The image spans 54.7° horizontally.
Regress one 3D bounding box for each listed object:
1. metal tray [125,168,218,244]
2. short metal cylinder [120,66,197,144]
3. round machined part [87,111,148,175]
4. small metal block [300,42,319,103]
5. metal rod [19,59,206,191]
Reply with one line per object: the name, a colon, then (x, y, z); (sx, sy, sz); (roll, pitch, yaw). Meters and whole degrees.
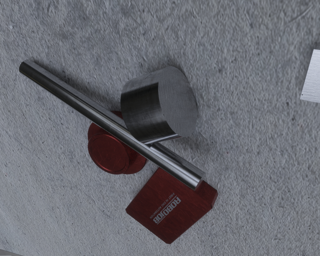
metal tray: (0.013, 0.112, 0.465); (0.090, 0.030, 0.129); (37, 129, 3)
short metal cylinder: (0.001, -0.025, 0.354); (0.050, 0.080, 0.080); (-13, 112, 33)
round machined part: (-0.064, 0.028, 0.445); (0.098, 0.042, 0.097); (13, 124, 20)
small metal block: (0.165, -0.049, 0.290); (0.050, 0.025, 0.050); (14, 124, 20)
metal rod: (-0.074, -0.013, 0.406); (0.300, 0.025, 0.025); (32, 129, 18)
